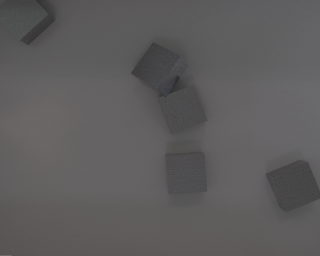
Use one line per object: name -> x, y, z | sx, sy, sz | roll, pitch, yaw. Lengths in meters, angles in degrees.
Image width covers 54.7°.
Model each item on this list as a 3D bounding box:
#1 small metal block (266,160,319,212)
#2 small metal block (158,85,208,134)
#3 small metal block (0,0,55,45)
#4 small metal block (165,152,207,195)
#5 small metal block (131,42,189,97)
small metal block -> 0.178, 0.076, 0.413 | 0.050, 0.025, 0.050 | -22, 90, 0
small metal block -> 0.029, -0.024, 0.411 | 0.050, 0.025, 0.050 | -20, 90, 0
small metal block -> -0.179, -0.148, 0.410 | 0.050, 0.025, 0.050 | -43, 90, 0
small metal block -> 0.034, 0.059, 0.412 | 0.050, 0.025, 0.050 | -5, 90, 0
small metal block -> -0.001, -0.075, 0.400 | 0.050, 0.025, 0.050 | 35, 90, 33
